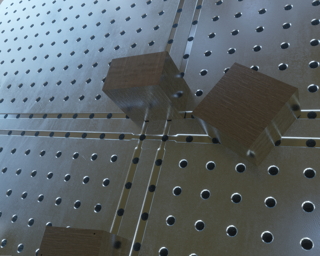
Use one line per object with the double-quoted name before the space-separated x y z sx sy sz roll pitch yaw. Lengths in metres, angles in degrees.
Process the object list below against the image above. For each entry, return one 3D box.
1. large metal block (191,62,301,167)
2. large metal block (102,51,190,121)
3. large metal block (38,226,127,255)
"large metal block" 0.098 -0.017 0.351 0.080 0.050 0.080 -49 52 -7
"large metal block" -0.015 -0.051 0.411 0.080 0.080 0.050 -1 61 27
"large metal block" -0.090 0.157 0.342 0.080 0.050 0.080 -5 59 25
